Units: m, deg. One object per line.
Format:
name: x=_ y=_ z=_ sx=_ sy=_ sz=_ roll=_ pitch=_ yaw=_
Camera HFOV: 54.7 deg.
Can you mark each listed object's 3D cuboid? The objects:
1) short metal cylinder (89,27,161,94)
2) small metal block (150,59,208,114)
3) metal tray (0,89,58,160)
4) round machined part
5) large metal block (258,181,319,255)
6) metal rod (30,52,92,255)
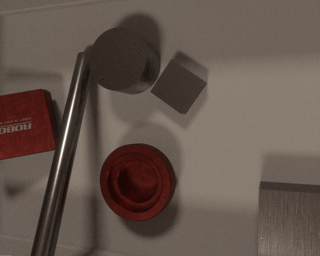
short metal cylinder: x=-0.046 y=-0.087 z=0.412 sx=0.080 sy=0.050 sz=0.079 roll=0 pitch=90 yaw=19
small metal block: x=0.024 y=-0.053 z=0.401 sx=0.050 sy=0.025 sz=0.050 roll=37 pitch=102 yaw=16
metal tray: x=-0.221 y=-0.002 z=0.452 sx=0.131 sy=0.030 sz=0.089 roll=-10 pitch=95 yaw=-4
round machined part: x=-0.026 y=0.069 z=0.410 sx=0.098 sy=0.042 sz=0.097 roll=0 pitch=90 yaw=19
large metal block: x=0.152 y=0.106 z=0.344 sx=0.080 sy=0.050 sz=0.079 roll=1 pitch=90 yaw=19
metal rod: x=-0.121 y=0.035 z=0.391 sx=0.025 sy=0.025 sz=0.299 roll=-3 pitch=66 yaw=19
